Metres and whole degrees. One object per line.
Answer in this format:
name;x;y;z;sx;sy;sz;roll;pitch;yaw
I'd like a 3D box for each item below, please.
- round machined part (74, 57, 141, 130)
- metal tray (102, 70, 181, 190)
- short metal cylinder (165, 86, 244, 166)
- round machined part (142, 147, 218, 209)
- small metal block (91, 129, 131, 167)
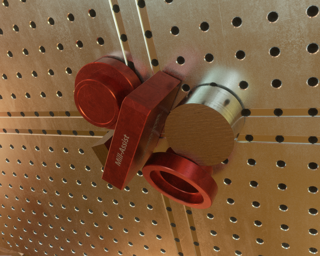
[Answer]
round machined part;-0.073;-0.039;0.408;0.098;0.042;0.097;13;124;21
metal tray;-0.024;0.004;0.379;0.030;0.090;0.129;29;128;10
short metal cylinder;0.052;-0.003;0.360;0.080;0.050;0.079;13;124;21
round machined part;0.030;0.060;0.402;0.098;0.042;0.098;23;151;14
small metal block;-0.062;0.032;0.442;0.025;0.050;0.050;-16;110;34
